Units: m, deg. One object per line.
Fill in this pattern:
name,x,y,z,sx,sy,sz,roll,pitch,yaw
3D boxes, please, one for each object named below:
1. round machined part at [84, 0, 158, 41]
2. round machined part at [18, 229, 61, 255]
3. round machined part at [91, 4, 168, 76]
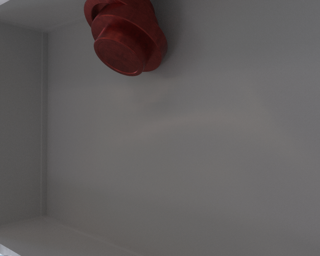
round machined part,-0.046,-0.148,0.409,0.098,0.098,0.042,6,61,40
round machined part,-0.221,0.236,0.577,0.098,0.042,0.097,7,101,40
round machined part,-0.043,-0.103,0.392,0.098,0.098,0.042,5,60,40
